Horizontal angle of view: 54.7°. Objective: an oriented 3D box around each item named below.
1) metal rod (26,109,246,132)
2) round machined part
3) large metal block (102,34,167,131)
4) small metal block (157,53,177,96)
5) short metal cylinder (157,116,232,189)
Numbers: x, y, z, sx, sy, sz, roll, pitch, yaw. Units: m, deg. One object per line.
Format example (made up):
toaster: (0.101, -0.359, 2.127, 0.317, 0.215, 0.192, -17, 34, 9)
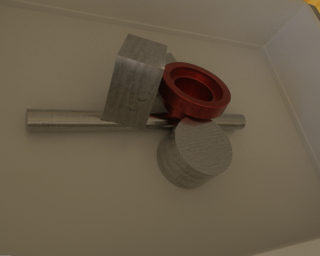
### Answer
metal rod: (-0.010, -0.009, 0.403, 0.303, 0.025, 0.025, 0, 62, -29)
round machined part: (0.042, -0.044, 0.420, 0.099, 0.042, 0.098, 15, 39, -12)
large metal block: (-0.029, -0.056, 0.370, 0.050, 0.079, 0.080, 16, 32, -6)
small metal block: (0.006, -0.080, 0.458, 0.050, 0.025, 0.050, -23, 75, -37)
short metal cylinder: (0.043, 0.030, 0.393, 0.081, 0.050, 0.080, 14, 56, -21)
